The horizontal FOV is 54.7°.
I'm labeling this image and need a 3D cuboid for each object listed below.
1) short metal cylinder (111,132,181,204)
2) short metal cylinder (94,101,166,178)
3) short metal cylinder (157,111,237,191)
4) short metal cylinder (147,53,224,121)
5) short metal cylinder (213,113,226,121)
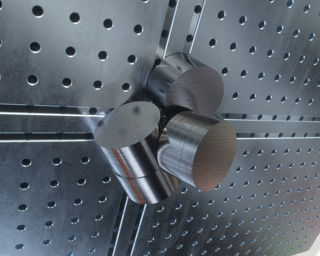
[{"bbox_3d":[-0.016,0.050,0.399,0.080,0.080,0.050,-30,129,-10],"label":"short metal cylinder"},{"bbox_3d":[-0.030,0.013,0.368,0.080,0.080,0.050,-30,129,-10],"label":"short metal cylinder"},{"bbox_3d":[0.043,0.025,0.352,0.081,0.050,0.079,-20,120,-41],"label":"short metal cylinder"},{"bbox_3d":[0.031,-0.046,0.384,0.081,0.050,0.079,-14,125,-21],"label":"short metal cylinder"},{"bbox_3d":[0.055,0.012,0.434,0.081,0.050,0.079,-14,125,-21],"label":"short metal cylinder"}]
